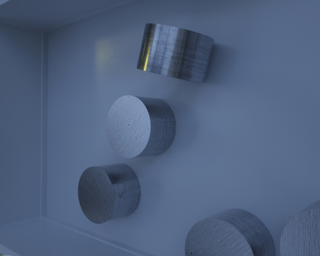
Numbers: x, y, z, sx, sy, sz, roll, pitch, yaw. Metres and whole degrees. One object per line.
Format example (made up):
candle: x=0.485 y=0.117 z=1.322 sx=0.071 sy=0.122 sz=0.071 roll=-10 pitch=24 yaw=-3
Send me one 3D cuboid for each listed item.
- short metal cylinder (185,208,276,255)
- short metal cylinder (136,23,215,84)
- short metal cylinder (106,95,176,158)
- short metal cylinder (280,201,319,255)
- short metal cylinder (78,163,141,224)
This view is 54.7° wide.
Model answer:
short metal cylinder: x=0.074 y=0.131 z=0.330 sx=0.080 sy=0.050 sz=0.080 roll=0 pitch=90 yaw=40
short metal cylinder: x=0.017 y=-0.085 z=0.357 sx=0.080 sy=0.081 sz=0.050 roll=22 pitch=104 yaw=38
short metal cylinder: x=-0.026 y=-0.002 z=0.412 sx=0.080 sy=0.050 sz=0.080 roll=0 pitch=90 yaw=40
short metal cylinder: x=0.152 y=0.104 z=0.265 sx=0.080 sy=0.050 sz=0.080 roll=0 pitch=90 yaw=40
short metal cylinder: x=-0.075 y=0.094 z=0.452 sx=0.080 sy=0.050 sz=0.080 roll=0 pitch=90 yaw=40
